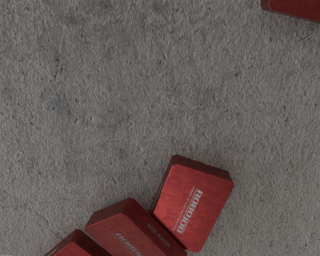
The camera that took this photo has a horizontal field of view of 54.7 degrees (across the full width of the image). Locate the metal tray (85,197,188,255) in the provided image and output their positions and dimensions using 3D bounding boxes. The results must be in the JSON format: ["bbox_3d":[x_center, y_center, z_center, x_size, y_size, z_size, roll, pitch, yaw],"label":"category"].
[{"bbox_3d":[-0.034,0.166,0.450,0.090,0.030,0.130,-30,109,34],"label":"metal tray"}]

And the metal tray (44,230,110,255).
[{"bbox_3d":[-0.145,0.231,0.491,0.130,0.030,0.090,-41,105,13],"label":"metal tray"}]

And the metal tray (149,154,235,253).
[{"bbox_3d":[0.038,0.112,0.449,0.091,0.030,0.129,19,109,-7],"label":"metal tray"}]

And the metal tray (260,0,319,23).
[{"bbox_3d":[0.177,-0.188,0.339,0.091,0.030,0.129,12,110,-5],"label":"metal tray"}]
